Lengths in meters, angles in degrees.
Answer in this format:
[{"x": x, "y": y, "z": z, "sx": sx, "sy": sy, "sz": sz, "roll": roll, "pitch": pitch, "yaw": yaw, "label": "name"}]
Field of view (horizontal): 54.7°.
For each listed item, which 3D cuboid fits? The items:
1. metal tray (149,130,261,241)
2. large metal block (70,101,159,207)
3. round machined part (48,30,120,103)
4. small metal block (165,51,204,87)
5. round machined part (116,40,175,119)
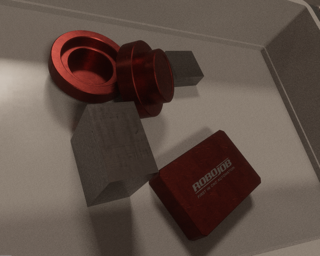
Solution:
[{"x": 0.061, "y": 0.067, "z": 0.396, "sx": 0.131, "sy": 0.030, "sz": 0.090, "roll": -29, "pitch": 78, "yaw": -38, "label": "metal tray"}, {"x": -0.052, "y": 0.028, "z": 0.326, "sx": 0.050, "sy": 0.080, "sz": 0.080, "roll": -7, "pitch": 66, "yaw": -32, "label": "large metal block"}, {"x": -0.090, "y": -0.072, "z": 0.391, "sx": 0.099, "sy": 0.042, "sz": 0.098, "roll": 14, "pitch": 56, "yaw": -21, "label": "round machined part"}, {"x": 0.033, "y": -0.092, "z": 0.482, "sx": 0.050, "sy": 0.025, "sz": 0.050, "roll": -9, "pitch": 67, "yaw": -33, "label": "small metal block"}, {"x": -0.013, "y": -0.063, "z": 0.393, "sx": 0.098, "sy": 0.042, "sz": 0.097, "roll": -9, "pitch": 90, "yaw": -69, "label": "round machined part"}]
